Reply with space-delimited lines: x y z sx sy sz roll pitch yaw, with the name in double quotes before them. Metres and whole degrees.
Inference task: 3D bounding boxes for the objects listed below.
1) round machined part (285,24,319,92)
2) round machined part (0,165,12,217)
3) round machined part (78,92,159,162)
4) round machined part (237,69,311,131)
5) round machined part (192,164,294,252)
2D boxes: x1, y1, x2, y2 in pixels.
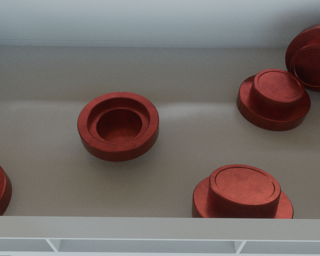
"round machined part" 0.226 -0.093 0.437 0.098 0.097 0.042 31 52 23
"round machined part" -0.218 0.069 0.333 0.099 0.042 0.098 0 50 0
"round machined part" -0.050 0.003 0.391 0.099 0.042 0.098 0 50 0
"round machined part" 0.161 -0.046 0.435 0.099 0.042 0.098 0 50 0
"round machined part" 0.083 0.072 0.312 0.099 0.042 0.098 1 26 0
